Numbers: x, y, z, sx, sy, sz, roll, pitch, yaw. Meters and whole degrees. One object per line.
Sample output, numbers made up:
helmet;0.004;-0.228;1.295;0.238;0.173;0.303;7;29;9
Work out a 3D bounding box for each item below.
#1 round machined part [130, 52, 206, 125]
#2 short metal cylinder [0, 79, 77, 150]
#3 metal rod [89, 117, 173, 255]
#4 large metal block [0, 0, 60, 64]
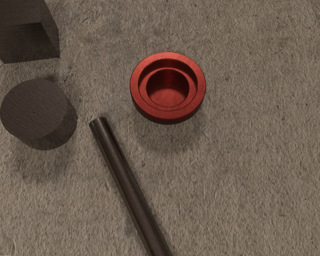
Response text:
round machined part;0.010;-0.050;0.417;0.099;0.042;0.098;0;70;-1
short metal cylinder;-0.153;-0.016;0.399;0.081;0.050;0.080;0;70;0
metal rod;-0.015;0.118;0.364;0.025;0.025;0.299;-25;72;-9
large metal block;-0.191;-0.135;0.426;0.081;0.080;0.050;-8;71;-3
